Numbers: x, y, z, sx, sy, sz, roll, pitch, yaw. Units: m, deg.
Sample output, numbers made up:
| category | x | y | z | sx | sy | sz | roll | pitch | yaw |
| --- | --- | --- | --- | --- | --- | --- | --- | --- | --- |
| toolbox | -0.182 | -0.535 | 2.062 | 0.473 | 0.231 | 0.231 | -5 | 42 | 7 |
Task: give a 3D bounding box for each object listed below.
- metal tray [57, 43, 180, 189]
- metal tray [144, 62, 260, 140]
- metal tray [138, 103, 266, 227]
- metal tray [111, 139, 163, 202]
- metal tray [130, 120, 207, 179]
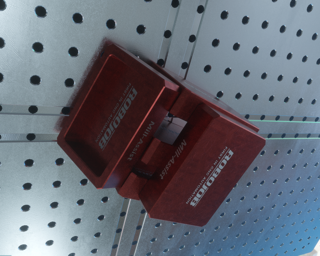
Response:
| category | x | y | z | sx | sy | sz | roll | pitch | yaw |
| --- | --- | --- | --- | --- | --- | --- | --- | --- | --- |
| metal tray | -0.049 | -0.012 | 0.331 | 0.030 | 0.090 | 0.129 | 12 | 114 | -57 |
| metal tray | 0.050 | -0.027 | 0.378 | 0.131 | 0.090 | 0.030 | 22 | 107 | -36 |
| metal tray | 0.047 | 0.046 | 0.344 | 0.090 | 0.030 | 0.129 | 23 | 106 | -36 |
| metal tray | -0.007 | 0.060 | 0.401 | 0.131 | 0.090 | 0.030 | 23 | 106 | -37 |
| metal tray | 0.018 | 0.022 | 0.391 | 0.131 | 0.090 | 0.030 | 21 | 106 | -37 |
